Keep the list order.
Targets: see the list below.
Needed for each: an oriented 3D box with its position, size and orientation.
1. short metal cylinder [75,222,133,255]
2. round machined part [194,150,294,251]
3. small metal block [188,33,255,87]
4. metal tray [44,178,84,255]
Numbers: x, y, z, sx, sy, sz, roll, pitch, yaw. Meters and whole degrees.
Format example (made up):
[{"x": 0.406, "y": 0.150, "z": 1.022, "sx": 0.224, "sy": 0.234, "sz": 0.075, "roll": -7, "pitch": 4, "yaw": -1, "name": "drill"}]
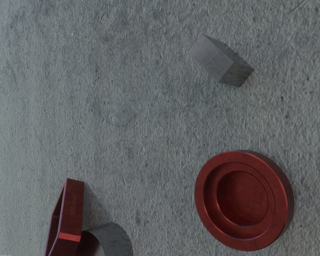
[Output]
[{"x": -0.086, "y": 0.186, "z": 0.457, "sx": 0.080, "sy": 0.050, "sz": 0.079, "roll": 0, "pitch": 90, "yaw": 39, "name": "short metal cylinder"}, {"x": 0.088, "y": 0.071, "z": 0.320, "sx": 0.098, "sy": 0.042, "sz": 0.097, "roll": 0, "pitch": 90, "yaw": 39, "name": "round machined part"}, {"x": 0.066, "y": -0.072, "z": 0.333, "sx": 0.050, "sy": 0.050, "sz": 0.025, "roll": 51, "pitch": 120, "yaw": 27, "name": "small metal block"}, {"x": -0.148, "y": 0.151, "z": 0.476, "sx": 0.089, "sy": 0.030, "sz": 0.130, "roll": -64, "pitch": 21, "yaw": 20, "name": "metal tray"}]
